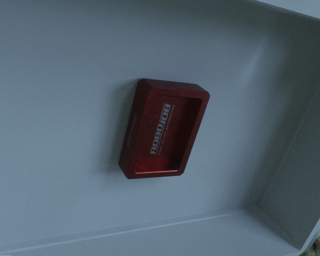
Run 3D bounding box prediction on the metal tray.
[{"bbox_3d":[0.004,0.004,0.408,0.091,0.030,0.129,1,118,-30],"label":"metal tray"}]
